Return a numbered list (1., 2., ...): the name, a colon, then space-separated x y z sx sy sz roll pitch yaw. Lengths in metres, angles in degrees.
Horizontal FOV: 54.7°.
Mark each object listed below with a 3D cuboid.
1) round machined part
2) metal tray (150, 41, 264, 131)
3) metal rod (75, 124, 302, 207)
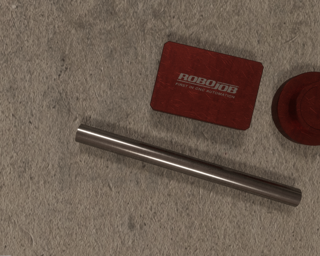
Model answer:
1. round machined part: 0.202 -0.025 0.404 0.099 0.042 0.097 0 90 -1
2. metal tray: 0.060 -0.054 0.408 0.131 0.030 0.089 13 90 -1
3. metal rod: 0.038 0.049 0.410 0.302 0.025 0.025 17 90 -1
